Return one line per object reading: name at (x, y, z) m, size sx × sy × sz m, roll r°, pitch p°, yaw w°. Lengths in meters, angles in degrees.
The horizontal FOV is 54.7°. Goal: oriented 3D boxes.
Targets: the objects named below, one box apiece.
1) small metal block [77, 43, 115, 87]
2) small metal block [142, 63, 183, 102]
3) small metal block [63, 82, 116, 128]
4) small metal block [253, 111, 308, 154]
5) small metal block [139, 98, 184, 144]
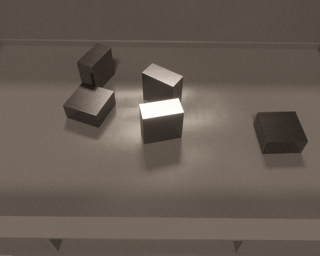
small metal block at (-0.094, -0.089, 0.462) m, size 0.025 × 0.050 × 0.050 m, roll 21°, pitch 53°, yaw 16°
small metal block at (0.003, -0.056, 0.436) m, size 0.050 × 0.050 × 0.025 m, roll 27°, pitch 55°, yaw 21°
small metal block at (-0.097, -0.033, 0.431) m, size 0.050 × 0.025 × 0.050 m, roll 17°, pitch 52°, yaw 13°
small metal block at (0.155, 0.006, 0.402) m, size 0.050 × 0.025 × 0.050 m, roll -1°, pitch 50°, yaw -2°
small metal block at (0.002, -0.008, 0.396) m, size 0.050 × 0.050 × 0.025 m, roll -10°, pitch 51°, yaw -9°
